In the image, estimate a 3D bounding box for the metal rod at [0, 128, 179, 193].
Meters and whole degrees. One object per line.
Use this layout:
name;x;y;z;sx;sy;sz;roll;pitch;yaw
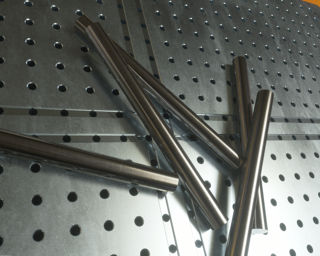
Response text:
metal rod;-0.120;0.025;0.327;0.302;0.025;0.025;17;55;-19

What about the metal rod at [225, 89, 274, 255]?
metal rod;0.116;0.071;0.403;0.025;0.025;0.300;27;60;-11

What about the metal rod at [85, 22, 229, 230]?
metal rod;-0.008;-0.008;0.394;0.025;0.025;0.299;-28;81;-37

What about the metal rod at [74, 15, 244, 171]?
metal rod;-0.001;-0.050;0.437;0.300;0.025;0.025;42;51;1

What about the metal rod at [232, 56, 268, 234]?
metal rod;0.133;0.006;0.475;0.025;0.025;0.300;17;55;-19
